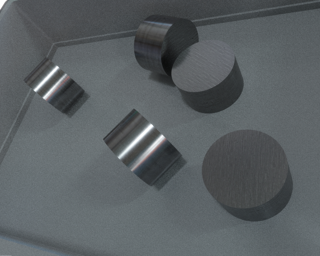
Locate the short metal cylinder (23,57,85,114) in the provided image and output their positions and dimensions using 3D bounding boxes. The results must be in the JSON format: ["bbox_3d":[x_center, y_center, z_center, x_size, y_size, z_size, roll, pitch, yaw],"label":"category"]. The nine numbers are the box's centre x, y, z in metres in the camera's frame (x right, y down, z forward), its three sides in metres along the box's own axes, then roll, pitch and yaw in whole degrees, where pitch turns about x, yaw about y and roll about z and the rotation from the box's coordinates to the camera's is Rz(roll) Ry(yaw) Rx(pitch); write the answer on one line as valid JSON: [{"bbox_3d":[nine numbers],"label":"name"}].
[{"bbox_3d":[-0.170,-0.068,0.502,0.050,0.080,0.080,-49,51,-6],"label":"short metal cylinder"}]

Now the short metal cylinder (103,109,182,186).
[{"bbox_3d":[-0.020,0.023,0.367,0.050,0.080,0.080,-45,51,-3],"label":"short metal cylinder"}]

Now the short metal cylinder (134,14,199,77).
[{"bbox_3d":[0.010,-0.115,0.436,0.050,0.080,0.080,24,75,36],"label":"short metal cylinder"}]

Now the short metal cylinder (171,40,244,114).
[{"bbox_3d":[0.062,-0.065,0.398,0.080,0.050,0.080,-13,56,21],"label":"short metal cylinder"}]

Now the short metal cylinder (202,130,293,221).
[{"bbox_3d":[0.089,0.048,0.313,0.080,0.050,0.080,-13,56,21],"label":"short metal cylinder"}]
